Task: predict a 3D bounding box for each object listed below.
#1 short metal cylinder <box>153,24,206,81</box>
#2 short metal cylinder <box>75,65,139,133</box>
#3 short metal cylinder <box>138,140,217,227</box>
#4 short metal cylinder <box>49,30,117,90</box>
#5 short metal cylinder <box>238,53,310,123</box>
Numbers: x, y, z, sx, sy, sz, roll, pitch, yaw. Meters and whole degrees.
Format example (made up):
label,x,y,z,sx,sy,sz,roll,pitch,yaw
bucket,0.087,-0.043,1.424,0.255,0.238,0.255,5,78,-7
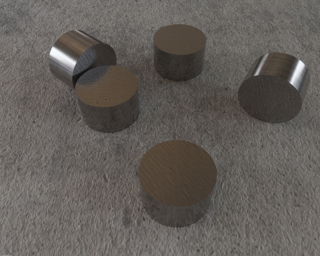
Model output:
label,x,y,z,sx,sy,sz,roll,pitch,yaw
short metal cylinder,0.030,-0.119,0.487,0.080,0.050,0.080,0,50,0
short metal cylinder,-0.069,-0.040,0.420,0.080,0.050,0.080,0,50,0
short metal cylinder,0.018,0.060,0.337,0.080,0.050,0.080,0,50,0
short metal cylinder,-0.109,-0.093,0.445,0.050,0.080,0.080,33,58,25
short metal cylinder,0.151,-0.052,0.412,0.080,0.080,0.050,22,54,17
